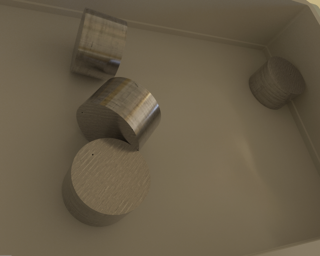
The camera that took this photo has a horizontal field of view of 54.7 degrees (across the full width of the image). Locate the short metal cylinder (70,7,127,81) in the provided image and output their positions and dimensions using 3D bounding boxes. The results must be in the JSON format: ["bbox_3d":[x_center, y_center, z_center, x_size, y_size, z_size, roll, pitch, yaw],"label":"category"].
[{"bbox_3d":[-0.079,-0.104,0.391,0.050,0.080,0.080,12,57,-22],"label":"short metal cylinder"}]

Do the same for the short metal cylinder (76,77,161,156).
[{"bbox_3d":[-0.046,-0.011,0.352,0.080,0.080,0.050,38,51,-3],"label":"short metal cylinder"}]

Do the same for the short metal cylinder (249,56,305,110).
[{"bbox_3d":[0.206,-0.079,0.549,0.081,0.050,0.080,13,56,-21],"label":"short metal cylinder"}]

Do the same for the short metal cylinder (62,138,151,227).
[{"bbox_3d":[-0.057,0.057,0.324,0.081,0.050,0.080,14,56,-21],"label":"short metal cylinder"}]
